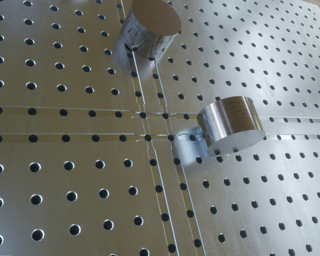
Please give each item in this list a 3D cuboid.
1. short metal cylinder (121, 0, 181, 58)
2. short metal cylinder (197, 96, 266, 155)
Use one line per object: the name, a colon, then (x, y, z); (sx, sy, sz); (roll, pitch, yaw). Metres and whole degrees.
short metal cylinder: (-0.015, -0.156, 0.479); (0.081, 0.050, 0.080); (14, 56, -21)
short metal cylinder: (0.096, -0.001, 0.425); (0.081, 0.080, 0.050); (0, 62, -28)
